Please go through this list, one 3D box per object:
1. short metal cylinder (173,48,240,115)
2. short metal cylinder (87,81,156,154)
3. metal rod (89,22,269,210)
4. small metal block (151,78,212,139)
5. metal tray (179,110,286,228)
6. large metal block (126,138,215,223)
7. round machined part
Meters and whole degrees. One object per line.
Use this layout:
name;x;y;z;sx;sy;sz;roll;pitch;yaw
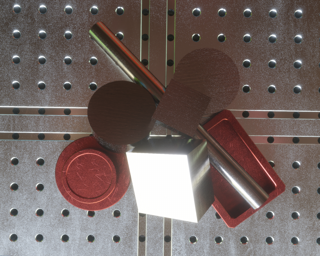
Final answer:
short metal cylinder;0.056;-0.057;0.398;0.081;0.050;0.079;0;90;0
short metal cylinder;-0.047;-0.012;0.386;0.081;0.050;0.080;2;73;-8
metal rod;0.017;-0.022;0.385;0.025;0.025;0.300;-43;81;0
small metal block;0.024;-0.021;0.357;0.050;0.025;0.050;26;82;0
metal tray;0.088;0.052;0.408;0.090;0.030;0.130;-36;90;0
large metal block;0.014;0.059;0.371;0.080;0.050;0.079;-1;107;33
round machined part;-0.087;0.059;0.400;0.099;0.042;0.097;0;90;0
